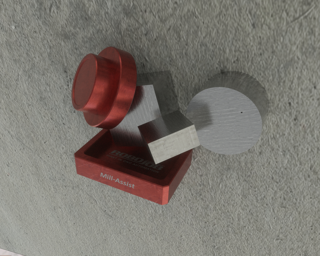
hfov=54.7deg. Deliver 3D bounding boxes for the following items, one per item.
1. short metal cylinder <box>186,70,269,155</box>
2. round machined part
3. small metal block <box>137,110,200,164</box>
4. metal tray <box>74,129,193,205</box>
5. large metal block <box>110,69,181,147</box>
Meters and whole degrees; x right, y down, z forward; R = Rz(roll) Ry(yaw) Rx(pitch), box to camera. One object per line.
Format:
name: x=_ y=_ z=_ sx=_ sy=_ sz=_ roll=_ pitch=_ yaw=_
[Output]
short metal cylinder: x=0.075 y=-0.017 z=0.343 sx=0.080 sy=0.050 sz=0.079 roll=13 pitch=124 yaw=21
round machined part: x=-0.072 y=-0.050 z=0.367 sx=0.042 sy=0.098 sz=0.098 roll=13 pitch=140 yaw=-36
small metal block: x=0.008 y=0.008 z=0.334 sx=0.050 sy=0.050 sz=0.025 roll=-23 pitch=115 yaw=-7
metal tray: x=-0.033 y=0.042 z=0.409 sx=0.130 sy=0.090 sz=0.030 roll=16 pitch=125 yaw=19
large metal block: x=-0.023 y=-0.023 z=0.391 sx=0.080 sy=0.050 sz=0.080 roll=-1 pitch=118 yaw=29
